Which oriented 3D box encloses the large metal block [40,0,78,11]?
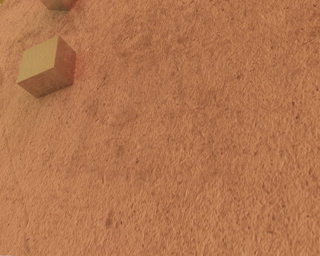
[{"bbox_3d":[-0.236,-0.308,0.682,0.080,0.080,0.050,18,71,35],"label":"large metal block"}]

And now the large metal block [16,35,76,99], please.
[{"bbox_3d":[-0.204,-0.110,0.563,0.080,0.050,0.080,-18,55,18],"label":"large metal block"}]
